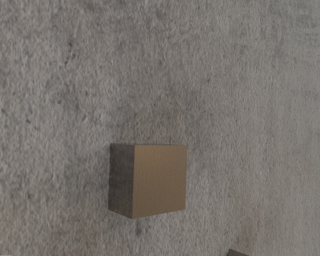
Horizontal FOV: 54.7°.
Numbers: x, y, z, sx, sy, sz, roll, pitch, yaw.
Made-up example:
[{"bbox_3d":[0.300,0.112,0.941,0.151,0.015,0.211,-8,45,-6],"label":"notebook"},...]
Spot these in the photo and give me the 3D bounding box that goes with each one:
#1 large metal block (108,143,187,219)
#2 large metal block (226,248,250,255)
[{"bbox_3d":[-0.014,0.060,0.379,0.081,0.050,0.079,3,88,-40],"label":"large metal block"},{"bbox_3d":[0.137,0.260,0.507,0.080,0.050,0.080,48,61,-30],"label":"large metal block"}]
